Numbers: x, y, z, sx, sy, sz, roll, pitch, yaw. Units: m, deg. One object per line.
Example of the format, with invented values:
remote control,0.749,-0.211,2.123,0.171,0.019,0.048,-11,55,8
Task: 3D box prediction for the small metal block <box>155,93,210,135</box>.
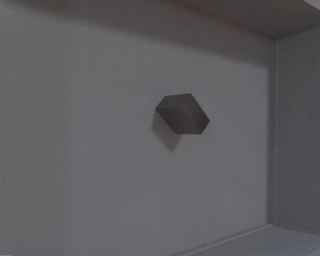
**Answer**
small metal block,0.030,-0.018,0.414,0.050,0.050,0.025,51,60,-28
